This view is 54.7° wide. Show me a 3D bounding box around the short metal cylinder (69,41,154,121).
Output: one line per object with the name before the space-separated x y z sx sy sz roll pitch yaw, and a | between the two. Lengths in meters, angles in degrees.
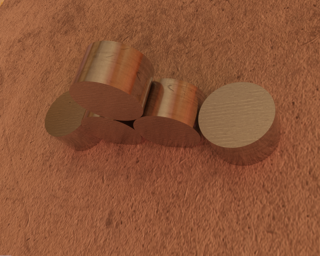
short metal cylinder | -0.051 -0.049 0.338 0.080 0.080 0.050 1 63 28

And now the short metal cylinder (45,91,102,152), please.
short metal cylinder | -0.121 -0.012 0.460 0.080 0.050 0.080 -13 57 21

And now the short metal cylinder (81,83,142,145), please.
short metal cylinder | -0.057 -0.017 0.411 0.080 0.080 0.050 0 62 28

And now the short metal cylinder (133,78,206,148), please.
short metal cylinder | 0.014 -0.016 0.373 0.080 0.080 0.050 0 61 28

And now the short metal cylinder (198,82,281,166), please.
short metal cylinder | 0.089 -0.004 0.344 0.080 0.050 0.080 -13 57 21
